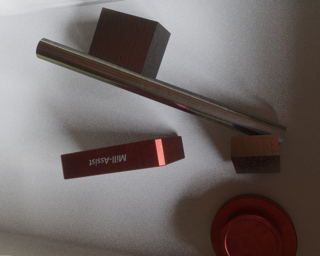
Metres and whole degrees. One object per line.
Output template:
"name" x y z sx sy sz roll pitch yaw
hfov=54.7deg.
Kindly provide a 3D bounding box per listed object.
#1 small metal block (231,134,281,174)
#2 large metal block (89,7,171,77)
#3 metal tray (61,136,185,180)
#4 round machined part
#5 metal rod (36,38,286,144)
"small metal block" 0.110 0.031 0.355 0.050 0.050 0.025 -4 59 19
"large metal block" -0.042 -0.104 0.411 0.080 0.050 0.080 21 97 18
"metal tray" -0.044 0.036 0.390 0.130 0.090 0.030 -10 87 19
"round machined part" 0.108 0.130 0.363 0.098 0.042 0.097 0 90 19
"metal rod" 0.000 -0.043 0.366 0.301 0.025 0.025 20 97 1
